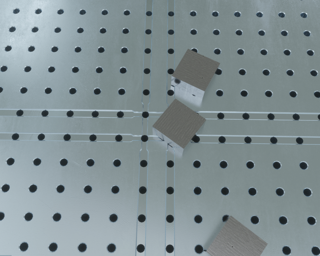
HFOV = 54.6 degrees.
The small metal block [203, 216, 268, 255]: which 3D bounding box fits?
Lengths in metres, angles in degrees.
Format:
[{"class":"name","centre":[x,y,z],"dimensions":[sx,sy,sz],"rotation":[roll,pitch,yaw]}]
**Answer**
[{"class":"small metal block","centre":[0.087,0.139,0.361],"dimensions":[0.050,0.025,0.050],"rotation":[37,74,12]}]

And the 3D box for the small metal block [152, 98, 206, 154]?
[{"class":"small metal block","centre":[0.025,-0.002,0.413],"dimensions":[0.050,0.025,0.050],"rotation":[36,74,12]}]

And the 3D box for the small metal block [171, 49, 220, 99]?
[{"class":"small metal block","centre":[0.050,-0.077,0.440],"dimensions":[0.050,0.025,0.050],"rotation":[27,72,9]}]
